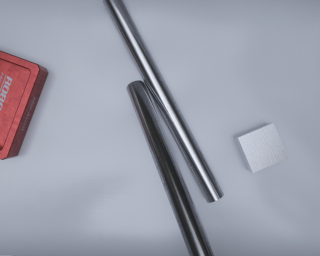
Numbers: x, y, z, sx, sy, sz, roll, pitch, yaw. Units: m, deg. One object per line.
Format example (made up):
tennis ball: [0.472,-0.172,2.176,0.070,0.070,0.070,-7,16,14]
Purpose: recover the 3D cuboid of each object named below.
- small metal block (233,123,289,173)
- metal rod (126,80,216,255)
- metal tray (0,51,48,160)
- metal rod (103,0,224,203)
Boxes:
small metal block: [0.134,0.026,0.413,0.050,0.025,0.050,-23,90,-1]
metal rod: [0.019,0.070,0.349,0.025,0.025,0.299,-22,65,0]
metal tray: [-0.215,-0.034,0.405,0.090,0.030,0.129,20,90,-1]
metal rod: [0.005,-0.039,0.411,0.025,0.025,0.299,-28,90,0]
